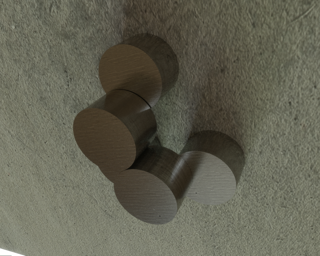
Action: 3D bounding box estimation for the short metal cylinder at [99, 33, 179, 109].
[{"bbox_3d":[-0.024,-0.066,0.365,0.080,0.050,0.079,13,124,21],"label":"short metal cylinder"}]

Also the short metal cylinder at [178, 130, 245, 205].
[{"bbox_3d":[0.061,0.049,0.390,0.080,0.050,0.079,13,124,21],"label":"short metal cylinder"}]

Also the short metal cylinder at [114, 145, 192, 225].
[{"bbox_3d":[-0.007,0.068,0.372,0.080,0.050,0.079,13,124,20],"label":"short metal cylinder"}]

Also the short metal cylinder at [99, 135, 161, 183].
[{"bbox_3d":[-0.043,0.039,0.439,0.080,0.050,0.079,13,124,21],"label":"short metal cylinder"}]

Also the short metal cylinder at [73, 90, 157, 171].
[{"bbox_3d":[-0.051,0.003,0.355,0.080,0.050,0.079,13,124,21],"label":"short metal cylinder"}]
